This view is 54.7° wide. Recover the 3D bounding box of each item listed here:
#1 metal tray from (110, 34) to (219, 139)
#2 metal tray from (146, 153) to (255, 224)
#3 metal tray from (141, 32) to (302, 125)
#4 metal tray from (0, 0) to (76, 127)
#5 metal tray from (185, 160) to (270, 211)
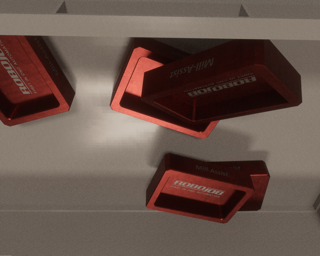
[{"bbox_3d":[0.017,-0.044,0.368,0.131,0.030,0.089,18,128,-15],"label":"metal tray"},{"bbox_3d":[0.055,0.090,0.442,0.131,0.030,0.089,15,129,-13],"label":"metal tray"},{"bbox_3d":[0.057,-0.039,0.304,0.130,0.030,0.090,-11,156,41],"label":"metal tray"},{"bbox_3d":[-0.167,-0.067,0.346,0.090,0.030,0.129,-14,129,11],"label":"metal tray"},{"bbox_3d":[0.097,0.094,0.487,0.131,0.030,0.089,-2,130,1],"label":"metal tray"}]
